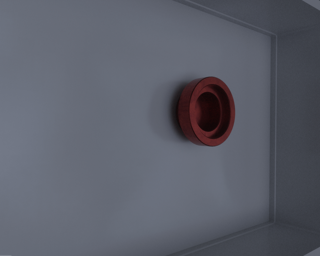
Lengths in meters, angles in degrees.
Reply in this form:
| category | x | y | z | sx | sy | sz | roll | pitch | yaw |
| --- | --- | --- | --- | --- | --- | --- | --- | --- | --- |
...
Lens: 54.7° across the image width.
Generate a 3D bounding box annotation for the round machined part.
| category | x | y | z | sx | sy | sz | roll | pitch | yaw |
| --- | --- | --- | --- | --- | --- | --- | --- | --- | --- |
| round machined part | 0.062 | -0.023 | 0.447 | 0.099 | 0.042 | 0.097 | 0 | 90 | -40 |
